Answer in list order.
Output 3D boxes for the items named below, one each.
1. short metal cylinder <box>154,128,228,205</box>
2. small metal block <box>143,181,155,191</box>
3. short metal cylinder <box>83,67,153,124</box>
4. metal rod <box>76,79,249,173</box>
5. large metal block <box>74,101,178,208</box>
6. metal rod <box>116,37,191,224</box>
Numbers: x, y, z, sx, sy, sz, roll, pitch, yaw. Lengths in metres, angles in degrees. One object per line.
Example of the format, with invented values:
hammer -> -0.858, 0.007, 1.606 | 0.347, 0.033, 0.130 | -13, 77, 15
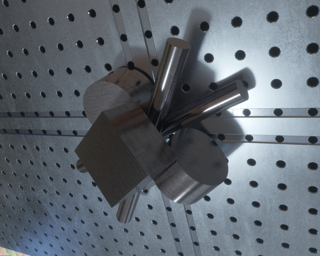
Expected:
short metal cylinder -> 0.036, 0.047, 0.381 | 0.080, 0.080, 0.050 | 40, 130, 1
small metal block -> -0.018, 0.058, 0.452 | 0.050, 0.025, 0.050 | -31, 101, 38
short metal cylinder -> -0.050, -0.031, 0.397 | 0.080, 0.050, 0.079 | 13, 124, 21
metal rod -> -0.019, 0.011, 0.423 | 0.299, 0.025, 0.025 | -26, 105, 37
large metal block -> -0.040, 0.030, 0.348 | 0.080, 0.050, 0.080 | 54, 131, 12
metal rod -> -0.019, 0.027, 0.401 | 0.025, 0.025, 0.298 | 27, 128, 11
